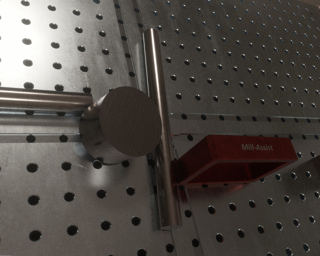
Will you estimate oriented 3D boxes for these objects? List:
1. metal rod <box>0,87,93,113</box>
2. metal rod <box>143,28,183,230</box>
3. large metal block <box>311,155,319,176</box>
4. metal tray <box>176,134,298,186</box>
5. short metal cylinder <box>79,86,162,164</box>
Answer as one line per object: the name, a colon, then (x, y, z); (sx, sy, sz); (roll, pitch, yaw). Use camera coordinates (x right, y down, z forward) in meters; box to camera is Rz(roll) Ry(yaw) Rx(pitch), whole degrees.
metal rod: (-0.219, -0.033, 0.310); (0.303, 0.025, 0.025); (1, 61, -28)
metal rod: (-0.001, -0.018, 0.420); (0.025, 0.025, 0.299); (8, 58, -24)
large metal block: (0.320, 0.055, 0.515); (0.081, 0.080, 0.050); (-5, 64, -31)
metal tray: (0.094, 0.043, 0.392); (0.131, 0.090, 0.030); (3, 61, -27)
short metal cylinder: (-0.045, -0.002, 0.357); (0.081, 0.050, 0.080); (13, 68, -35)
